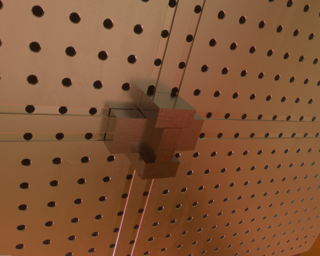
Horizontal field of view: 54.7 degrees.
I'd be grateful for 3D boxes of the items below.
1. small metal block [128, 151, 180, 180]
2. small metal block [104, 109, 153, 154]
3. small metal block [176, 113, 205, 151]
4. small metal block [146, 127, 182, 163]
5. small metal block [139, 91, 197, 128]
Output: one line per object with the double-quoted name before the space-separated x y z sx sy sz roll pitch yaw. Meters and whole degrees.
"small metal block" -0.009 0.043 0.418 0.050 0.050 0.025 1 118 -29
"small metal block" -0.039 0.004 0.393 0.050 0.025 0.050 0 118 -29
"small metal block" 0.027 0.004 0.430 0.050 0.025 0.050 1 118 -29
"small metal block" 0.000 0.010 0.402 0.025 0.050 0.050 1 118 -29
"small metal block" 0.009 -0.023 0.387 0.050 0.050 0.025 1 118 -29
